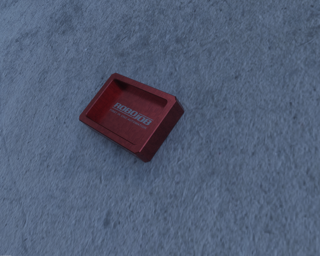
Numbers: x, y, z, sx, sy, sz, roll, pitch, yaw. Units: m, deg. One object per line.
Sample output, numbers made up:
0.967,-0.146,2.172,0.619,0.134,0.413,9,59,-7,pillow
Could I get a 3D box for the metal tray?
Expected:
-0.043,-0.019,0.433,0.130,0.030,0.090,27,76,36,metal tray
